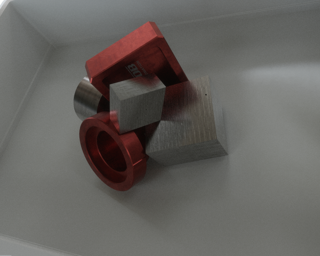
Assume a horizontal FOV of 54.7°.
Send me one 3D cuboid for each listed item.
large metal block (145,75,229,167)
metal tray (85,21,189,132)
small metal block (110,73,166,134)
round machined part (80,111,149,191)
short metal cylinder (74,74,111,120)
[{"bbox_3d":[0.030,-0.006,0.365,0.080,0.050,0.080,-13,61,20],"label":"large metal block"},{"bbox_3d":[-0.015,-0.053,0.375,0.090,0.130,0.030,-31,53,8],"label":"metal tray"},{"bbox_3d":[-0.025,-0.026,0.328,0.050,0.050,0.025,-20,55,-24],"label":"small metal block"},{"bbox_3d":[-0.051,0.025,0.379,0.098,0.097,0.042,22,38,36],"label":"round machined part"},{"bbox_3d":[-0.069,-0.035,0.424,0.050,0.080,0.080,25,75,36],"label":"short metal cylinder"}]
